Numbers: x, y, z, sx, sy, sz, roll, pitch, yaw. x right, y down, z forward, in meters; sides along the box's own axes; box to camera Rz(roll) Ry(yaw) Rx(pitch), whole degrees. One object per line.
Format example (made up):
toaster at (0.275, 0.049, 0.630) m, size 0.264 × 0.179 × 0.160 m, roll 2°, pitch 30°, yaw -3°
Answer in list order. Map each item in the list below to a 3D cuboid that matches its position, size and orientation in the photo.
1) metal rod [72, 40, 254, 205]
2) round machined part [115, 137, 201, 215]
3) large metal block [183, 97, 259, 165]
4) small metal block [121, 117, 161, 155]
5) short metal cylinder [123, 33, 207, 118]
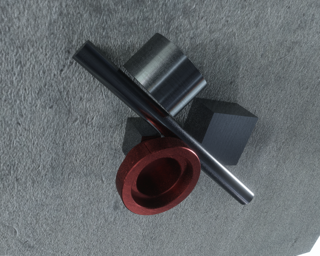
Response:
metal rod at (0.021, 0.009, 0.379) m, size 0.025 × 0.025 × 0.300 m, roll -47°, pitch 115°, yaw 4°
round machined part at (-0.005, 0.051, 0.364) m, size 0.099 × 0.042 × 0.097 m, roll -14°, pitch 126°, yaw -20°
large metal block at (0.080, 0.006, 0.442) m, size 0.081 × 0.050 × 0.079 m, roll 4°, pitch 116°, yaw -31°
small metal block at (-0.025, 0.019, 0.392) m, size 0.025 × 0.050 × 0.050 m, roll -2°, pitch 120°, yaw -28°
short metal cylinder at (0.005, -0.057, 0.342) m, size 0.050 × 0.080 × 0.080 m, roll -45°, pitch 130°, yaw 2°
